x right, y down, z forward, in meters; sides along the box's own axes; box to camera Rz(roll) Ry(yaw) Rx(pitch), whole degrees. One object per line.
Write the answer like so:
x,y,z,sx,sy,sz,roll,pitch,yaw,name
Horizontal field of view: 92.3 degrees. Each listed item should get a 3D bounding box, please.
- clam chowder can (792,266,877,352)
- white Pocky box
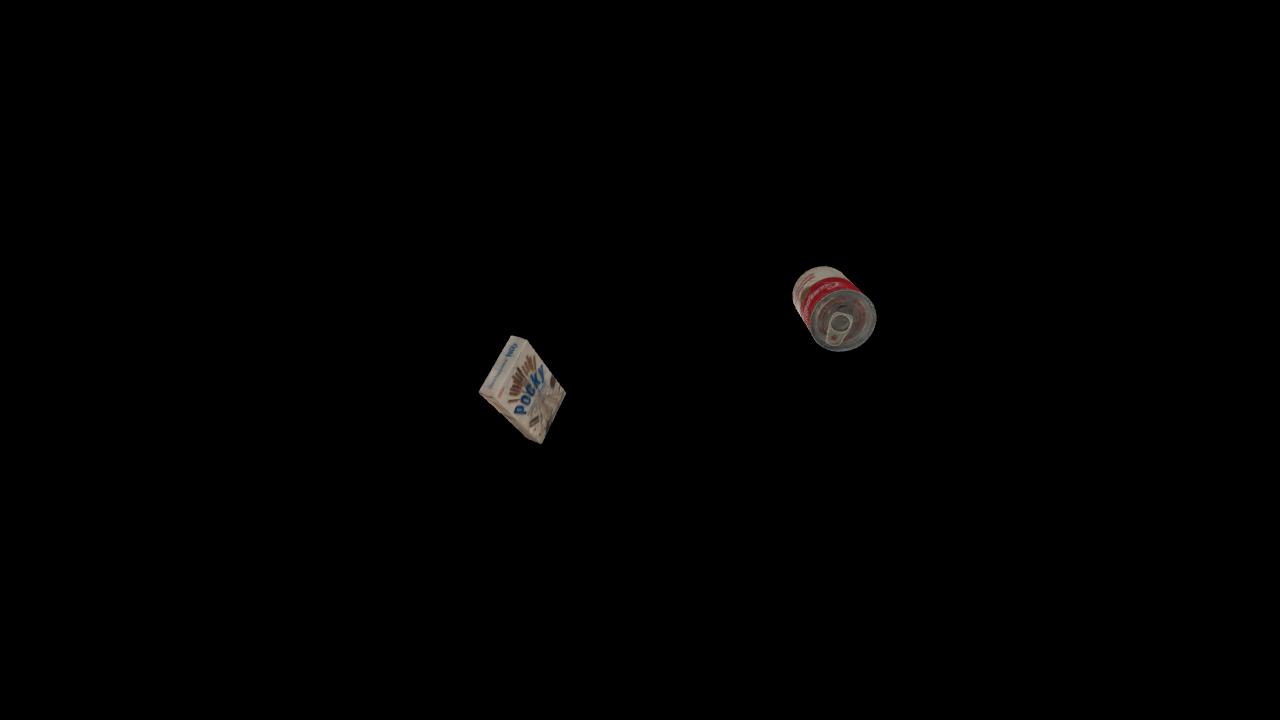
0.209,-0.059,0.672,0.068,0.068,0.102,0,23,3,clam chowder can
-0.144,0.041,0.783,0.028,0.084,0.154,16,-23,21,white Pocky box
